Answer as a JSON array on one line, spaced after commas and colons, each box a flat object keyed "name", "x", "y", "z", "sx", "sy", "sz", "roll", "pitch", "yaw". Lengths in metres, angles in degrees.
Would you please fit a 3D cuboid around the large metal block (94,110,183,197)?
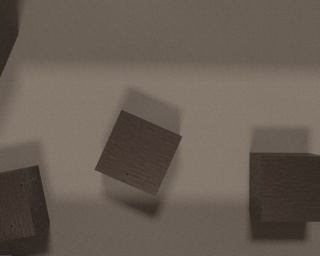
[{"name": "large metal block", "x": -0.026, "y": 0.030, "z": 0.399, "sx": 0.080, "sy": 0.050, "sz": 0.080, "roll": 24, "pitch": 90, "yaw": -1}]

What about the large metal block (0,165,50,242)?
[{"name": "large metal block", "x": -0.197, "y": 0.097, "z": 0.396, "sx": 0.080, "sy": 0.050, "sz": 0.080, "roll": -11, "pitch": 90, "yaw": -1}]

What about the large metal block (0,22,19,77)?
[{"name": "large metal block", "x": -0.231, "y": -0.100, "z": 0.381, "sx": 0.050, "sy": 0.080, "sz": 0.080, "roll": 23, "pitch": 90, "yaw": -1}]

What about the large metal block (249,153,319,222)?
[{"name": "large metal block", "x": 0.163, "y": 0.074, "z": 0.401, "sx": 0.081, "sy": 0.050, "sz": 0.079, "roll": 0, "pitch": 90, "yaw": -1}]
